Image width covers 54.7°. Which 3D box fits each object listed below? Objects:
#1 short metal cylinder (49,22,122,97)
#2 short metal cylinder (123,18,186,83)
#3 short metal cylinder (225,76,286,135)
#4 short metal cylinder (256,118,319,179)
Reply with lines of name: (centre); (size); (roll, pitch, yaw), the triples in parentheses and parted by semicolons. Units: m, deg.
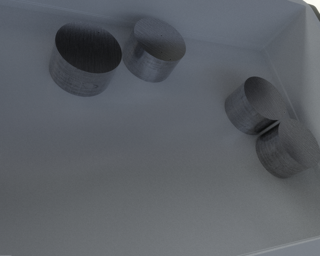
short metal cylinder: (-0.095, -0.087, 0.392); (0.081, 0.050, 0.080); (14, 56, -21)
short metal cylinder: (-0.009, -0.114, 0.456); (0.081, 0.050, 0.080); (14, 56, -21)
short metal cylinder: (0.152, -0.035, 0.495); (0.081, 0.050, 0.080); (14, 56, -21)
short metal cylinder: (0.197, 0.032, 0.479); (0.081, 0.050, 0.080); (14, 56, -21)
